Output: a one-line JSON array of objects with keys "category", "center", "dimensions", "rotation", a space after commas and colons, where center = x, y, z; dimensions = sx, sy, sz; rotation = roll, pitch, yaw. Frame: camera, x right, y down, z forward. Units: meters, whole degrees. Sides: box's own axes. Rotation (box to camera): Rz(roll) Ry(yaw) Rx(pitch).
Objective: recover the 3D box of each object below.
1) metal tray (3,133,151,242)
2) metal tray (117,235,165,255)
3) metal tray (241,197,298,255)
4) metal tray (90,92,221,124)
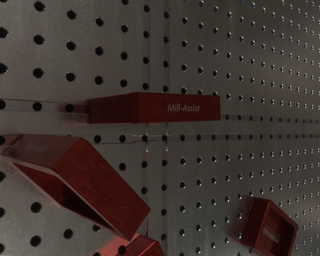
[{"category": "metal tray", "center": [-0.079, 0.047, 0.276], "dimensions": [0.030, 0.130, 0.090], "rotation": [-52, 121, -27]}, {"category": "metal tray", "center": [-0.022, 0.216, 0.389], "dimensions": [0.091, 0.030, 0.129], "rotation": [-31, 110, -36]}, {"category": "metal tray", "center": [0.212, 0.200, 0.587], "dimensions": [0.130, 0.030, 0.090], "rotation": [40, 65, -33]}, {"category": "metal tray", "center": [-0.003, -0.022, 0.365], "dimensions": [0.131, 0.090, 0.030], "rotation": [-3, 92, -40]}]
